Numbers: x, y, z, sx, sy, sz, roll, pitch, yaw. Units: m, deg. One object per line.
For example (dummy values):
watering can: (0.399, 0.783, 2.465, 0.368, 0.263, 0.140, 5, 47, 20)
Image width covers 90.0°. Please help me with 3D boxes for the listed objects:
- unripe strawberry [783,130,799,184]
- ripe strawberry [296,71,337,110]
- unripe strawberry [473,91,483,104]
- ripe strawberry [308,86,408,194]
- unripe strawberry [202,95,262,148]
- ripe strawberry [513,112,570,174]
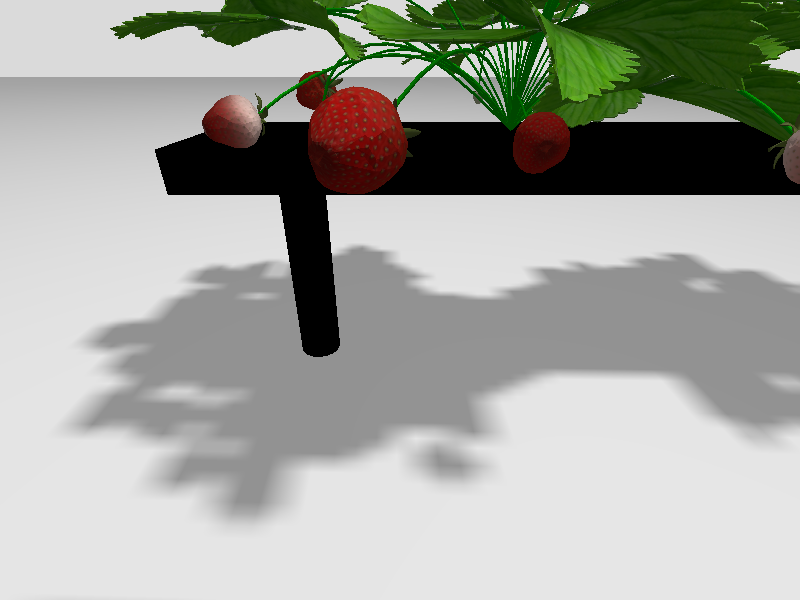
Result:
unripe strawberry: (0.175, -0.059, 0.161, 0.033, 0.029, 0.030, -14, 44, -22)
ripe strawberry: (-0.090, -0.219, 0.424, 0.040, 0.039, 0.044, 0, 24, 39)
unripe strawberry: (0.094, -0.244, 0.482, 0.013, 0.014, 0.014, 1, 30, 1)
ripe strawberry: (-0.019, -0.060, 0.156, 0.038, 0.040, 0.041, 17, 40, 26)
unripe strawberry: (-0.101, -0.107, 0.241, 0.033, 0.029, 0.033, -20, 35, -16)
ripe strawberry: (0.068, -0.074, 0.191, 0.027, 0.028, 0.029, 4, 31, 7)
